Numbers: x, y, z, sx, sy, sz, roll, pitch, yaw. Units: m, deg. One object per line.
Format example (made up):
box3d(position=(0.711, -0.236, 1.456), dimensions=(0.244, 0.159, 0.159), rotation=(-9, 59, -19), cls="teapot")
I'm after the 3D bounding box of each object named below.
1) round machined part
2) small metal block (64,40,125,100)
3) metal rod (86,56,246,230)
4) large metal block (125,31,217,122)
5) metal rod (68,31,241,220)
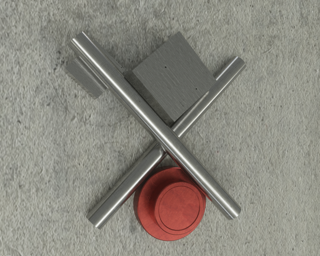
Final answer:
box3d(position=(0.018, 0.101, 0.409), dimensions=(0.099, 0.042, 0.097), rotation=(0, 90, -21), cls="round machined part")
box3d(position=(-0.081, -0.071, 0.382), dimensions=(0.050, 0.025, 0.050), rotation=(45, 76, -15), cls="small metal block")
box3d(position=(0.017, 0.010, 0.419), dimensions=(0.025, 0.025, 0.301), rotation=(47, 75, -15), cls="metal rod")
box3d(position=(0.012, -0.064, 0.403), dimensions=(0.080, 0.050, 0.080), rotation=(-44, 104, -15), cls="large metal block")
box3d(position=(0.003, 0.007, 0.385), dimensions=(0.025, 0.025, 0.300), rotation=(-46, 105, -14), cls="metal rod")
